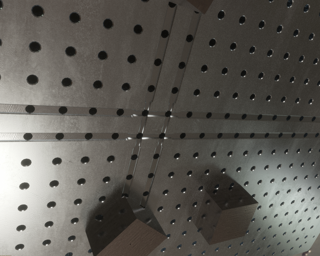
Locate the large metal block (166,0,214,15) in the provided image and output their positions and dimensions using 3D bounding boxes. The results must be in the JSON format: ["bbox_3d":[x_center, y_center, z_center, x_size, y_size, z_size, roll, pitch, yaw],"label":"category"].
[{"bbox_3d":[0.007,-0.155,0.284,0.080,0.080,0.050,22,107,-37],"label":"large metal block"}]

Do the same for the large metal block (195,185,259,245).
[{"bbox_3d":[0.119,0.156,0.559,0.081,0.050,0.079,-2,120,-28],"label":"large metal block"}]

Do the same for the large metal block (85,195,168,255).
[{"bbox_3d":[-0.050,0.161,0.469,0.080,0.050,0.080,-43,130,1],"label":"large metal block"}]
